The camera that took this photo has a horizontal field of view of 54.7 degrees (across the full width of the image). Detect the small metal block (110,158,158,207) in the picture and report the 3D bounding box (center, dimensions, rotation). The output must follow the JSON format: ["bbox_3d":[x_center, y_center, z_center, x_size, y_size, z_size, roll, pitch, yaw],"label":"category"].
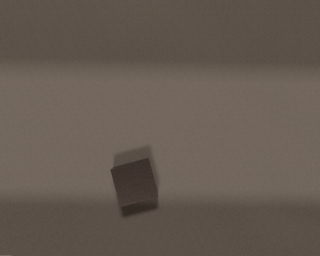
[{"bbox_3d":[-0.033,0.071,0.411,0.050,0.025,0.050,-15,90,-1],"label":"small metal block"}]
